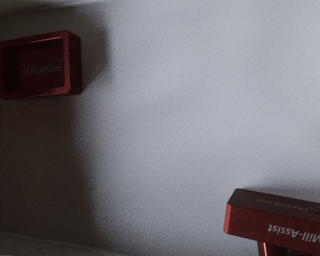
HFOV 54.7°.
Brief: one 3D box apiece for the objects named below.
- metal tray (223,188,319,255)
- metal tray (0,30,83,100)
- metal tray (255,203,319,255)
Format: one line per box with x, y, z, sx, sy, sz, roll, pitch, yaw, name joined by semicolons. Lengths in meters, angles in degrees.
0.140;0.097;0.326;0.130;0.090;0.030;8;92;19;metal tray
-0.183;-0.092;0.470;0.130;0.030;0.089;-3;89;19;metal tray
0.172;0.127;0.322;0.131;0.030;0.089;-7;88;1;metal tray
